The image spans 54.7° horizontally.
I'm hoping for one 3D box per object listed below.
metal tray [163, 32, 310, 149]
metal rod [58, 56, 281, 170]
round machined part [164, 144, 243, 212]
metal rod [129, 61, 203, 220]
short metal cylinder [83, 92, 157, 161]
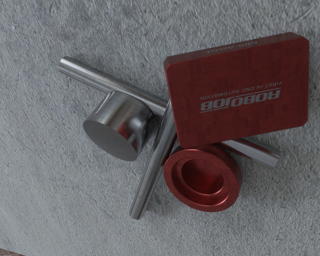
[{"bbox_3d":[0.076,-0.036,0.307,0.131,0.030,0.089,-11,116,2],"label":"metal tray"},{"bbox_3d":[0.002,-0.024,0.393,0.301,0.025,0.025,25,127,12],"label":"metal rod"},{"bbox_3d":[0.058,0.058,0.403,0.098,0.042,0.097,13,124,21],"label":"round machined part"},{"bbox_3d":[-0.003,0.041,0.412,0.025,0.025,0.298,29,135,9],"label":"metal rod"},{"bbox_3d":[-0.051,-0.001,0.402,0.080,0.050,0.080,25,151,15],"label":"short metal cylinder"}]
